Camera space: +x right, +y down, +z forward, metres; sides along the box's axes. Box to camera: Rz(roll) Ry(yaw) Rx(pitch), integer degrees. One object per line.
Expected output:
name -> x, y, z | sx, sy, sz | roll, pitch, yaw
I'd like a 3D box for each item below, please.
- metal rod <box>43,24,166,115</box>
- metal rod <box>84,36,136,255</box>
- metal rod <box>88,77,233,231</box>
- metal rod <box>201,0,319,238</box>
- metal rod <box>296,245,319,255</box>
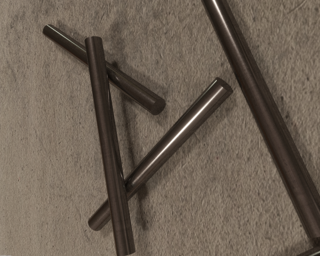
metal rod -> -0.102, -0.103, 0.486 | 0.300, 0.025, 0.025 | 37, 113, 33
metal rod -> -0.070, 0.018, 0.426 | 0.025, 0.025, 0.298 | -17, 80, 38
metal rod -> -0.015, 0.051, 0.414 | 0.299, 0.025, 0.025 | -49, 62, 28
metal rod -> 0.099, -0.040, 0.322 | 0.025, 0.025, 0.299 | -31, 71, 35
metal rod -> 0.137, 0.132, 0.291 | 0.299, 0.025, 0.025 | -45, 64, 30
